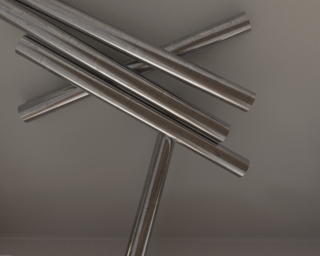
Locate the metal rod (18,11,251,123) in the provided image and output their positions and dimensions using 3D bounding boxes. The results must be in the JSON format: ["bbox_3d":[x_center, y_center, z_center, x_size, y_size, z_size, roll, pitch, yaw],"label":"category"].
[{"bbox_3d":[-0.037,-0.072,0.384,0.301,0.025,0.025,-21,109,7],"label":"metal rod"}]

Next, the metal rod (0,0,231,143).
[{"bbox_3d":[-0.053,-0.066,0.359,0.301,0.025,0.025,29,108,-6],"label":"metal rod"}]

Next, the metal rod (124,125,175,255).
[{"bbox_3d":[-0.020,0.118,0.378,0.025,0.025,0.299,16,80,-6],"label":"metal rod"}]

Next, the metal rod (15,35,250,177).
[{"bbox_3d":[-0.027,-0.023,0.369,0.301,0.025,0.025,29,108,-6],"label":"metal rod"}]

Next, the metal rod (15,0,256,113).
[{"bbox_3d":[-0.032,-0.094,0.353,0.301,0.025,0.025,26,108,-1],"label":"metal rod"}]
